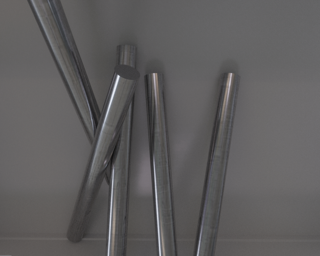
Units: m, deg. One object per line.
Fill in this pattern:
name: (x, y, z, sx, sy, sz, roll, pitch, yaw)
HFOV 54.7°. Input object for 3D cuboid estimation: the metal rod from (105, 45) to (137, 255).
metal rod: (-0.048, 0.051, 0.375, 0.025, 0.025, 0.298, 3, 89, -1)

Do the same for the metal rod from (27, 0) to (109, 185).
metal rod: (-0.083, -0.031, 0.334, 0.025, 0.025, 0.298, -8, 135, 3)

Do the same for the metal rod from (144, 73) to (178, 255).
metal rod: (0.004, 0.082, 0.375, 0.025, 0.025, 0.298, -4, 85, 1)

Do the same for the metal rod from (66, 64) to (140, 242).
metal rod: (-0.080, 0.055, 0.381, 0.025, 0.025, 0.298, 19, 128, -7)

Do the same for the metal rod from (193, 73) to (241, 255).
metal rod: (0.064, 0.081, 0.376, 0.025, 0.025, 0.298, 10, 85, -4)
